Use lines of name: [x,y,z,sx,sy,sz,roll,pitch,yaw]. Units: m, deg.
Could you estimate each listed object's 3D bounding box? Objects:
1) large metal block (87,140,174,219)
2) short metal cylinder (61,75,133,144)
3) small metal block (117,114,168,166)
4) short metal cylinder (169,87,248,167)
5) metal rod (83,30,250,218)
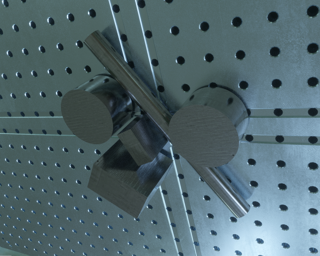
large metal block: [-0.040,0.063,0.430,0.080,0.080,0.050,30,129,9]
short metal cylinder: [-0.085,-0.025,0.419,0.080,0.050,0.079,13,124,21]
small metal block: [-0.021,0.013,0.409,0.025,0.050,0.050,-23,106,36]
short metal cylinder: [0.057,-0.001,0.359,0.080,0.050,0.079,13,124,21]
metal rod: [0.013,0.000,0.399,0.300,0.025,0.025,49,129,-7]
